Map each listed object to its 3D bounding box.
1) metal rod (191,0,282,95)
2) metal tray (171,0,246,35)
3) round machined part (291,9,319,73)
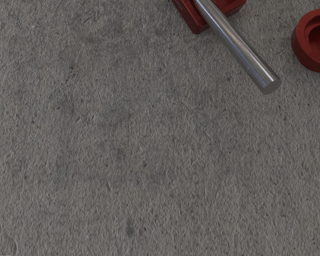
[{"bbox_3d":[0.071,-0.162,0.435,0.025,0.025,0.299,-22,59,-8],"label":"metal rod"},{"bbox_3d":[0.058,-0.219,0.468,0.090,0.030,0.130,-32,88,-11],"label":"metal tray"},{"bbox_3d":[0.237,-0.119,0.444,0.099,0.042,0.098,0,70,0],"label":"round machined part"}]
